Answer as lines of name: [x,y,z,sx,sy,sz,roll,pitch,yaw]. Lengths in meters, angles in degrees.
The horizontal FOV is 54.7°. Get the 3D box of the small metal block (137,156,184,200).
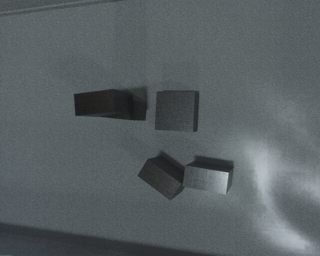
small metal block: [0.007,0.062,0.394,0.050,0.050,0.025,34,101,16]

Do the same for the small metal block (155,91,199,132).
small metal block: [0.022,-0.021,0.402,0.050,0.025,0.050,3,91,19]

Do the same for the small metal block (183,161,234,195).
small metal block: [0.060,0.059,0.376,0.050,0.050,0.025,7,93,19]

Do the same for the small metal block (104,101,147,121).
small metal block: [-0.051,-0.025,0.414,0.050,0.050,0.025,6,92,19]

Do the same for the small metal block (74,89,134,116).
small metal block: [-0.065,-0.028,0.366,0.050,0.050,0.025,-4,89,19]
